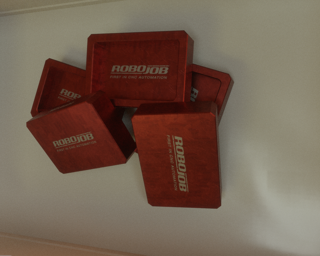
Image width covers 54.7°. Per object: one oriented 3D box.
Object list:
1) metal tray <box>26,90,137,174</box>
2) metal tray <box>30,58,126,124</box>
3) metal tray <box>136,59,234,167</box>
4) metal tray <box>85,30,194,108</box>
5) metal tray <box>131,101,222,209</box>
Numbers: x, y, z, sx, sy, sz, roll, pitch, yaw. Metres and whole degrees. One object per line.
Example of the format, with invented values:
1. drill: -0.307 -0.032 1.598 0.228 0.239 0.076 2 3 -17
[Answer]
1. metal tray: -0.104 0.010 0.405 0.130 0.030 0.090 -13 115 34
2. metal tray: -0.115 -0.038 0.444 0.130 0.030 0.089 21 97 18
3. metal tray: 0.029 -0.016 0.395 0.090 0.030 0.129 20 97 18
4. metal tray: -0.027 -0.070 0.383 0.130 0.030 0.089 4 91 19
5. metal tray: 0.024 0.035 0.363 0.090 0.030 0.129 -2 118 14
